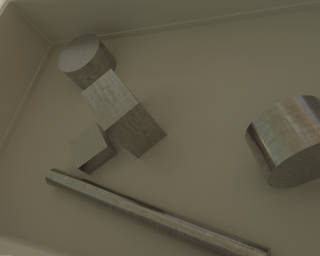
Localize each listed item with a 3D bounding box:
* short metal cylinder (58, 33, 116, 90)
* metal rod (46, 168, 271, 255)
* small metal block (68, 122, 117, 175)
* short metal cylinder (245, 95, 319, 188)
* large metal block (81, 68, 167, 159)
[{"bbox_3d":[-0.122,-0.111,0.519,0.080,0.050,0.080,-13,56,20],"label":"short metal cylinder"},{"bbox_3d":[-0.028,0.095,0.360,0.300,0.025,0.025,12,68,32],"label":"metal rod"},{"bbox_3d":[-0.095,0.029,0.436,0.050,0.025,0.050,-36,51,3],"label":"small metal block"},{"bbox_3d":[0.129,0.015,0.293,0.080,0.080,0.050,-26,53,11],"label":"short metal cylinder"},{"bbox_3d":[-0.046,-0.018,0.404,0.050,0.080,0.080,-40,51,1],"label":"large metal block"}]
